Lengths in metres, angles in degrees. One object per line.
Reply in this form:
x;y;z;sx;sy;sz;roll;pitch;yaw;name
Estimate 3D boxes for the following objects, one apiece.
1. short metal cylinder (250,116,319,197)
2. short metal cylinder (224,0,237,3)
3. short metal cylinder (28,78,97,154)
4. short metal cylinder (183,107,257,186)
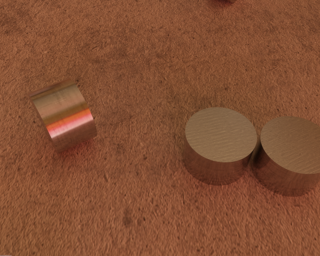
0.152;0.032;0.361;0.080;0.050;0.080;0;50;0;short metal cylinder
0.137;-0.299;0.620;0.050;0.080;0.080;29;56;22;short metal cylinder
-0.119;-0.015;0.379;0.050;0.080;0.080;-27;55;-21;short metal cylinder
0.069;0.021;0.369;0.080;0.050;0.080;0;50;0;short metal cylinder
